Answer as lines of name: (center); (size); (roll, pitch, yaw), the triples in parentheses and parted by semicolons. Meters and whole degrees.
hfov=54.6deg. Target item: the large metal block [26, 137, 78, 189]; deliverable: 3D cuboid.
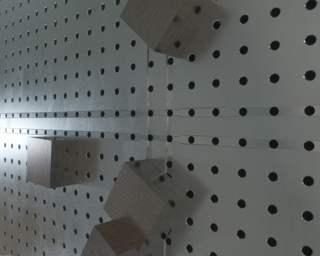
large metal block: (-0.195, 0.058, 0.556); (0.080, 0.050, 0.080); (5, 93, 40)

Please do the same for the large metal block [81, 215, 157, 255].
large metal block: (-0.057, 0.170, 0.422); (0.050, 0.081, 0.080); (40, 114, 33)

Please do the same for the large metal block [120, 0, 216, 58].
large metal block: (0.007, -0.147, 0.388); (0.080, 0.050, 0.080); (50, 120, 28)

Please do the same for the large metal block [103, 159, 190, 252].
large metal block: (-0.020, 0.099, 0.411); (0.080, 0.050, 0.080); (40, 114, 33)
